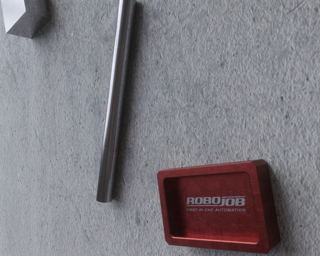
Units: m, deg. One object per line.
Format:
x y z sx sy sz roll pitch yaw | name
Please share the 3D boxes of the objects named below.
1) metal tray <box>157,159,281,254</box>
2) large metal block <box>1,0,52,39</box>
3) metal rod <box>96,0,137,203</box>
0.060 0.087 0.350 0.130 0.030 0.089 -12 82 39 | metal tray
-0.261 -0.233 0.600 0.080 0.050 0.080 -23 76 37 | large metal block
-0.065 -0.037 0.456 0.025 0.025 0.298 13 98 39 | metal rod
